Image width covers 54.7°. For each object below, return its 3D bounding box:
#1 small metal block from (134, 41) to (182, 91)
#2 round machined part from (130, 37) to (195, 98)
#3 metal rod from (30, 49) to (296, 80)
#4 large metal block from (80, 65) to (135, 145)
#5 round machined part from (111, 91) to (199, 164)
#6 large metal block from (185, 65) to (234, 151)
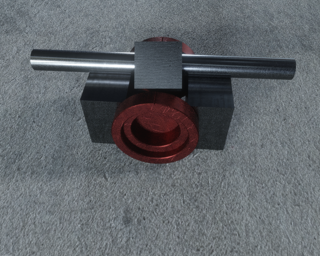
[{"bbox_3d":[-0.001,-0.067,0.339,0.050,0.025,0.050,0,90,2],"label":"small metal block"},{"bbox_3d":[0.002,-0.069,0.415,0.099,0.097,0.042,3,51,2],"label":"round machined part"},{"bbox_3d":[0.002,-0.075,0.364,0.302,0.025,0.025,2,50,2],"label":"metal rod"},{"bbox_3d":[-0.060,-0.035,0.398,0.050,0.080,0.080,3,50,3],"label":"large metal block"},{"bbox_3d":[-0.004,-0.005,0.361,0.099,0.097,0.042,4,45,3],"label":"round machined part"},{"bbox_3d":[0.058,-0.028,0.393,0.050,0.080,0.080,3,50,2],"label":"large metal block"}]
